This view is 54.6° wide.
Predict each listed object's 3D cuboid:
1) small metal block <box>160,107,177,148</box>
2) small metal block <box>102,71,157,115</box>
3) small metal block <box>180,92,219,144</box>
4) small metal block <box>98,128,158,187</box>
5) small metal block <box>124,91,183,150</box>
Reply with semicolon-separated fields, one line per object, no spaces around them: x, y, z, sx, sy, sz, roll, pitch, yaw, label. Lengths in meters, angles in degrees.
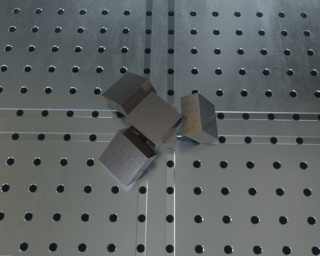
-0.003;-0.001;0.412;0.050;0.025;0.050;1;73;0;small metal block
-0.041;-0.046;0.415;0.050;0.025;0.050;-45;40;-15;small metal block
0.051;-0.011;0.400;0.025;0.050;0.050;-15;67;30;small metal block
-0.040;0.036;0.385;0.050;0.025;0.050;43;113;14;small metal block
-0.008;-0.009;0.388;0.050;0.025;0.050;40;74;12;small metal block
